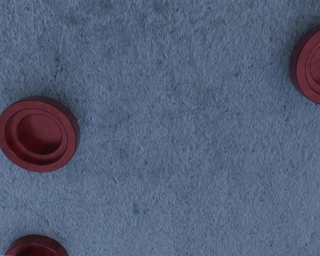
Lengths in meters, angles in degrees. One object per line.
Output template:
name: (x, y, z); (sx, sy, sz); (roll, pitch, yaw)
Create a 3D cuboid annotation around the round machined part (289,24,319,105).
round machined part: (0.205, -0.079, 0.373); (0.099, 0.042, 0.097); (0, 110, 0)

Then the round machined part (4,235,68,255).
round machined part: (-0.196, 0.219, 0.480); (0.099, 0.042, 0.097); (0, 110, 0)

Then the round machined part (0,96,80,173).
round machined part: (-0.152, 0.005, 0.401); (0.099, 0.042, 0.097); (0, 110, 0)
